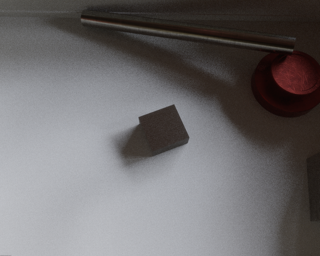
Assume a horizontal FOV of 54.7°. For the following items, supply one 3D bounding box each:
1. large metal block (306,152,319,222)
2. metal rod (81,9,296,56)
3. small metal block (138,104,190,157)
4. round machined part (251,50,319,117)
[{"bbox_3d":[0.230,0.074,0.372,0.080,0.050,0.080,5,70,1],"label":"large metal block"},{"bbox_3d":[0.030,-0.137,0.437,0.301,0.025,0.025,12,70,12],"label":"metal rod"},{"bbox_3d":[0.005,0.003,0.409,0.050,0.025,0.050,-21,72,-8],"label":"small metal block"},{"bbox_3d":[0.181,-0.067,0.427,0.099,0.042,0.098,0,70,-1],"label":"round machined part"}]
